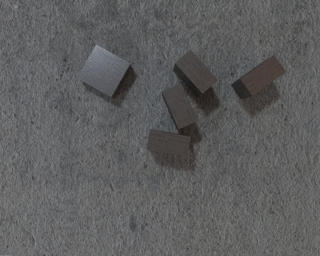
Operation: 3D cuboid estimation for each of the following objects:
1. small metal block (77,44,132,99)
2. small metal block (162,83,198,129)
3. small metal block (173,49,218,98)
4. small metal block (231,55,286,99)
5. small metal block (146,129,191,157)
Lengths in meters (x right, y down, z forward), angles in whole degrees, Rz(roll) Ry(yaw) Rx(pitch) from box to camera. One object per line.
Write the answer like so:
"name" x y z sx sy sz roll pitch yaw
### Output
"small metal block" -0.072 -0.073 0.409 0.050 0.025 0.050 29 90 0
"small metal block" 0.024 -0.026 0.398 0.025 0.050 0.050 -24 90 0
"small metal block" 0.044 -0.068 0.398 0.025 0.050 0.050 -42 90 0
"small metal block" 0.125 -0.064 0.398 0.050 0.050 0.025 -36 90 0
"small metal block" 0.011 0.018 0.397 0.050 0.050 0.025 10 90 0
